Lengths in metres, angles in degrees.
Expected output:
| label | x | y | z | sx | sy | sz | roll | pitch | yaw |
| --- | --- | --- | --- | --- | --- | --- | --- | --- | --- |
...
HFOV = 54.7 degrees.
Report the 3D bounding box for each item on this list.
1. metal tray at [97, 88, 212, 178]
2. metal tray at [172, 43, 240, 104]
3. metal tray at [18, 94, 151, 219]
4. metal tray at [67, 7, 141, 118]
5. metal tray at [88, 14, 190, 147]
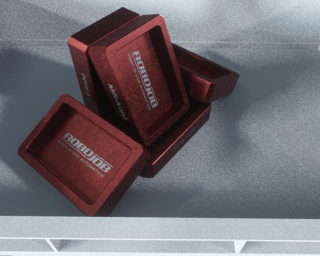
| label | x | y | z | sx | sy | sz | roll | pitch | yaw |
| --- | --- | --- | --- | --- | --- | --- | --- | --- | --- |
| metal tray | -0.005 | -0.007 | 0.405 | 0.090 | 0.030 | 0.131 | 32 | 57 | 23 |
| metal tray | 0.038 | -0.085 | 0.449 | 0.130 | 0.030 | 0.091 | 32 | 31 | 23 |
| metal tray | -0.088 | 0.029 | 0.352 | 0.130 | 0.030 | 0.090 | 33 | 81 | 24 |
| metal tray | -0.059 | -0.073 | 0.394 | 0.030 | 0.129 | 0.090 | 32 | 57 | 25 |
| metal tray | -0.017 | -0.054 | 0.364 | 0.030 | 0.129 | 0.090 | 15 | 47 | 43 |
